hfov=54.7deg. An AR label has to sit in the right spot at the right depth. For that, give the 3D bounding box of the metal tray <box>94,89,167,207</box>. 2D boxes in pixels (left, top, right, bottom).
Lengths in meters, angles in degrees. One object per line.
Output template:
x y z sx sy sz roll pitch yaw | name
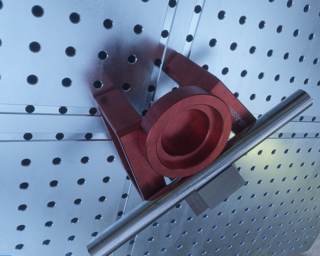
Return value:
-0.031 0.028 0.370 0.030 0.090 0.129 -26 128 -12 | metal tray

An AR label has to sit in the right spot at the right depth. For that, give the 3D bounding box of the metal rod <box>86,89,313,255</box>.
0.049 0.050 0.354 0.301 0.025 0.025 -35 129 -5 | metal rod

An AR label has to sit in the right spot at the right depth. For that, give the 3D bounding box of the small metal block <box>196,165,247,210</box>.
0.070 0.069 0.372 0.050 0.050 0.025 -37 85 -4 | small metal block

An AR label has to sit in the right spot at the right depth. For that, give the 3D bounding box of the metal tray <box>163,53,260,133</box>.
0.071 -0.032 0.389 0.030 0.090 0.130 -49 129 7 | metal tray

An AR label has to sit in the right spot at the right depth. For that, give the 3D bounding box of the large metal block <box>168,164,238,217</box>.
0.056 0.063 0.443 0.080 0.080 0.050 -36 129 -5 | large metal block

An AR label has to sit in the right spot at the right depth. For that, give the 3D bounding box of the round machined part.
0.023 0.001 0.325 0.099 0.042 0.097 -14 125 -21 | round machined part
